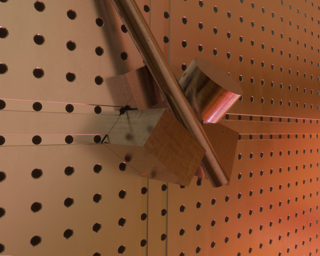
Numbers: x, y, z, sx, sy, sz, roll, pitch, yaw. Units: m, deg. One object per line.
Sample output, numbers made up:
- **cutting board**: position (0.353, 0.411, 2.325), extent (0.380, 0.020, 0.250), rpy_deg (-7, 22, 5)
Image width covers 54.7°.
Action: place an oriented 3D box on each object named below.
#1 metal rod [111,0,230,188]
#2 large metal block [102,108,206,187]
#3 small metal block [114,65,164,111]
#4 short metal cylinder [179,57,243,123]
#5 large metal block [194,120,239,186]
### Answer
- **metal rod**: position (0.007, -0.060, 0.377), extent (0.025, 0.025, 0.299), rpy_deg (-35, 100, -35)
- **large metal block**: position (-0.007, 0.022, 0.369), extent (0.080, 0.080, 0.050), rpy_deg (45, 63, -31)
- **small metal block**: position (-0.023, -0.051, 0.392), extent (0.050, 0.025, 0.050), rpy_deg (-31, 109, -36)
- **short metal cylinder**: position (0.065, -0.052, 0.421), extent (0.081, 0.080, 0.050), rpy_deg (11, 127, -40)
- **large metal block**: position (0.063, 0.034, 0.448), extent (0.080, 0.050, 0.080), rpy_deg (22, 76, -38)
